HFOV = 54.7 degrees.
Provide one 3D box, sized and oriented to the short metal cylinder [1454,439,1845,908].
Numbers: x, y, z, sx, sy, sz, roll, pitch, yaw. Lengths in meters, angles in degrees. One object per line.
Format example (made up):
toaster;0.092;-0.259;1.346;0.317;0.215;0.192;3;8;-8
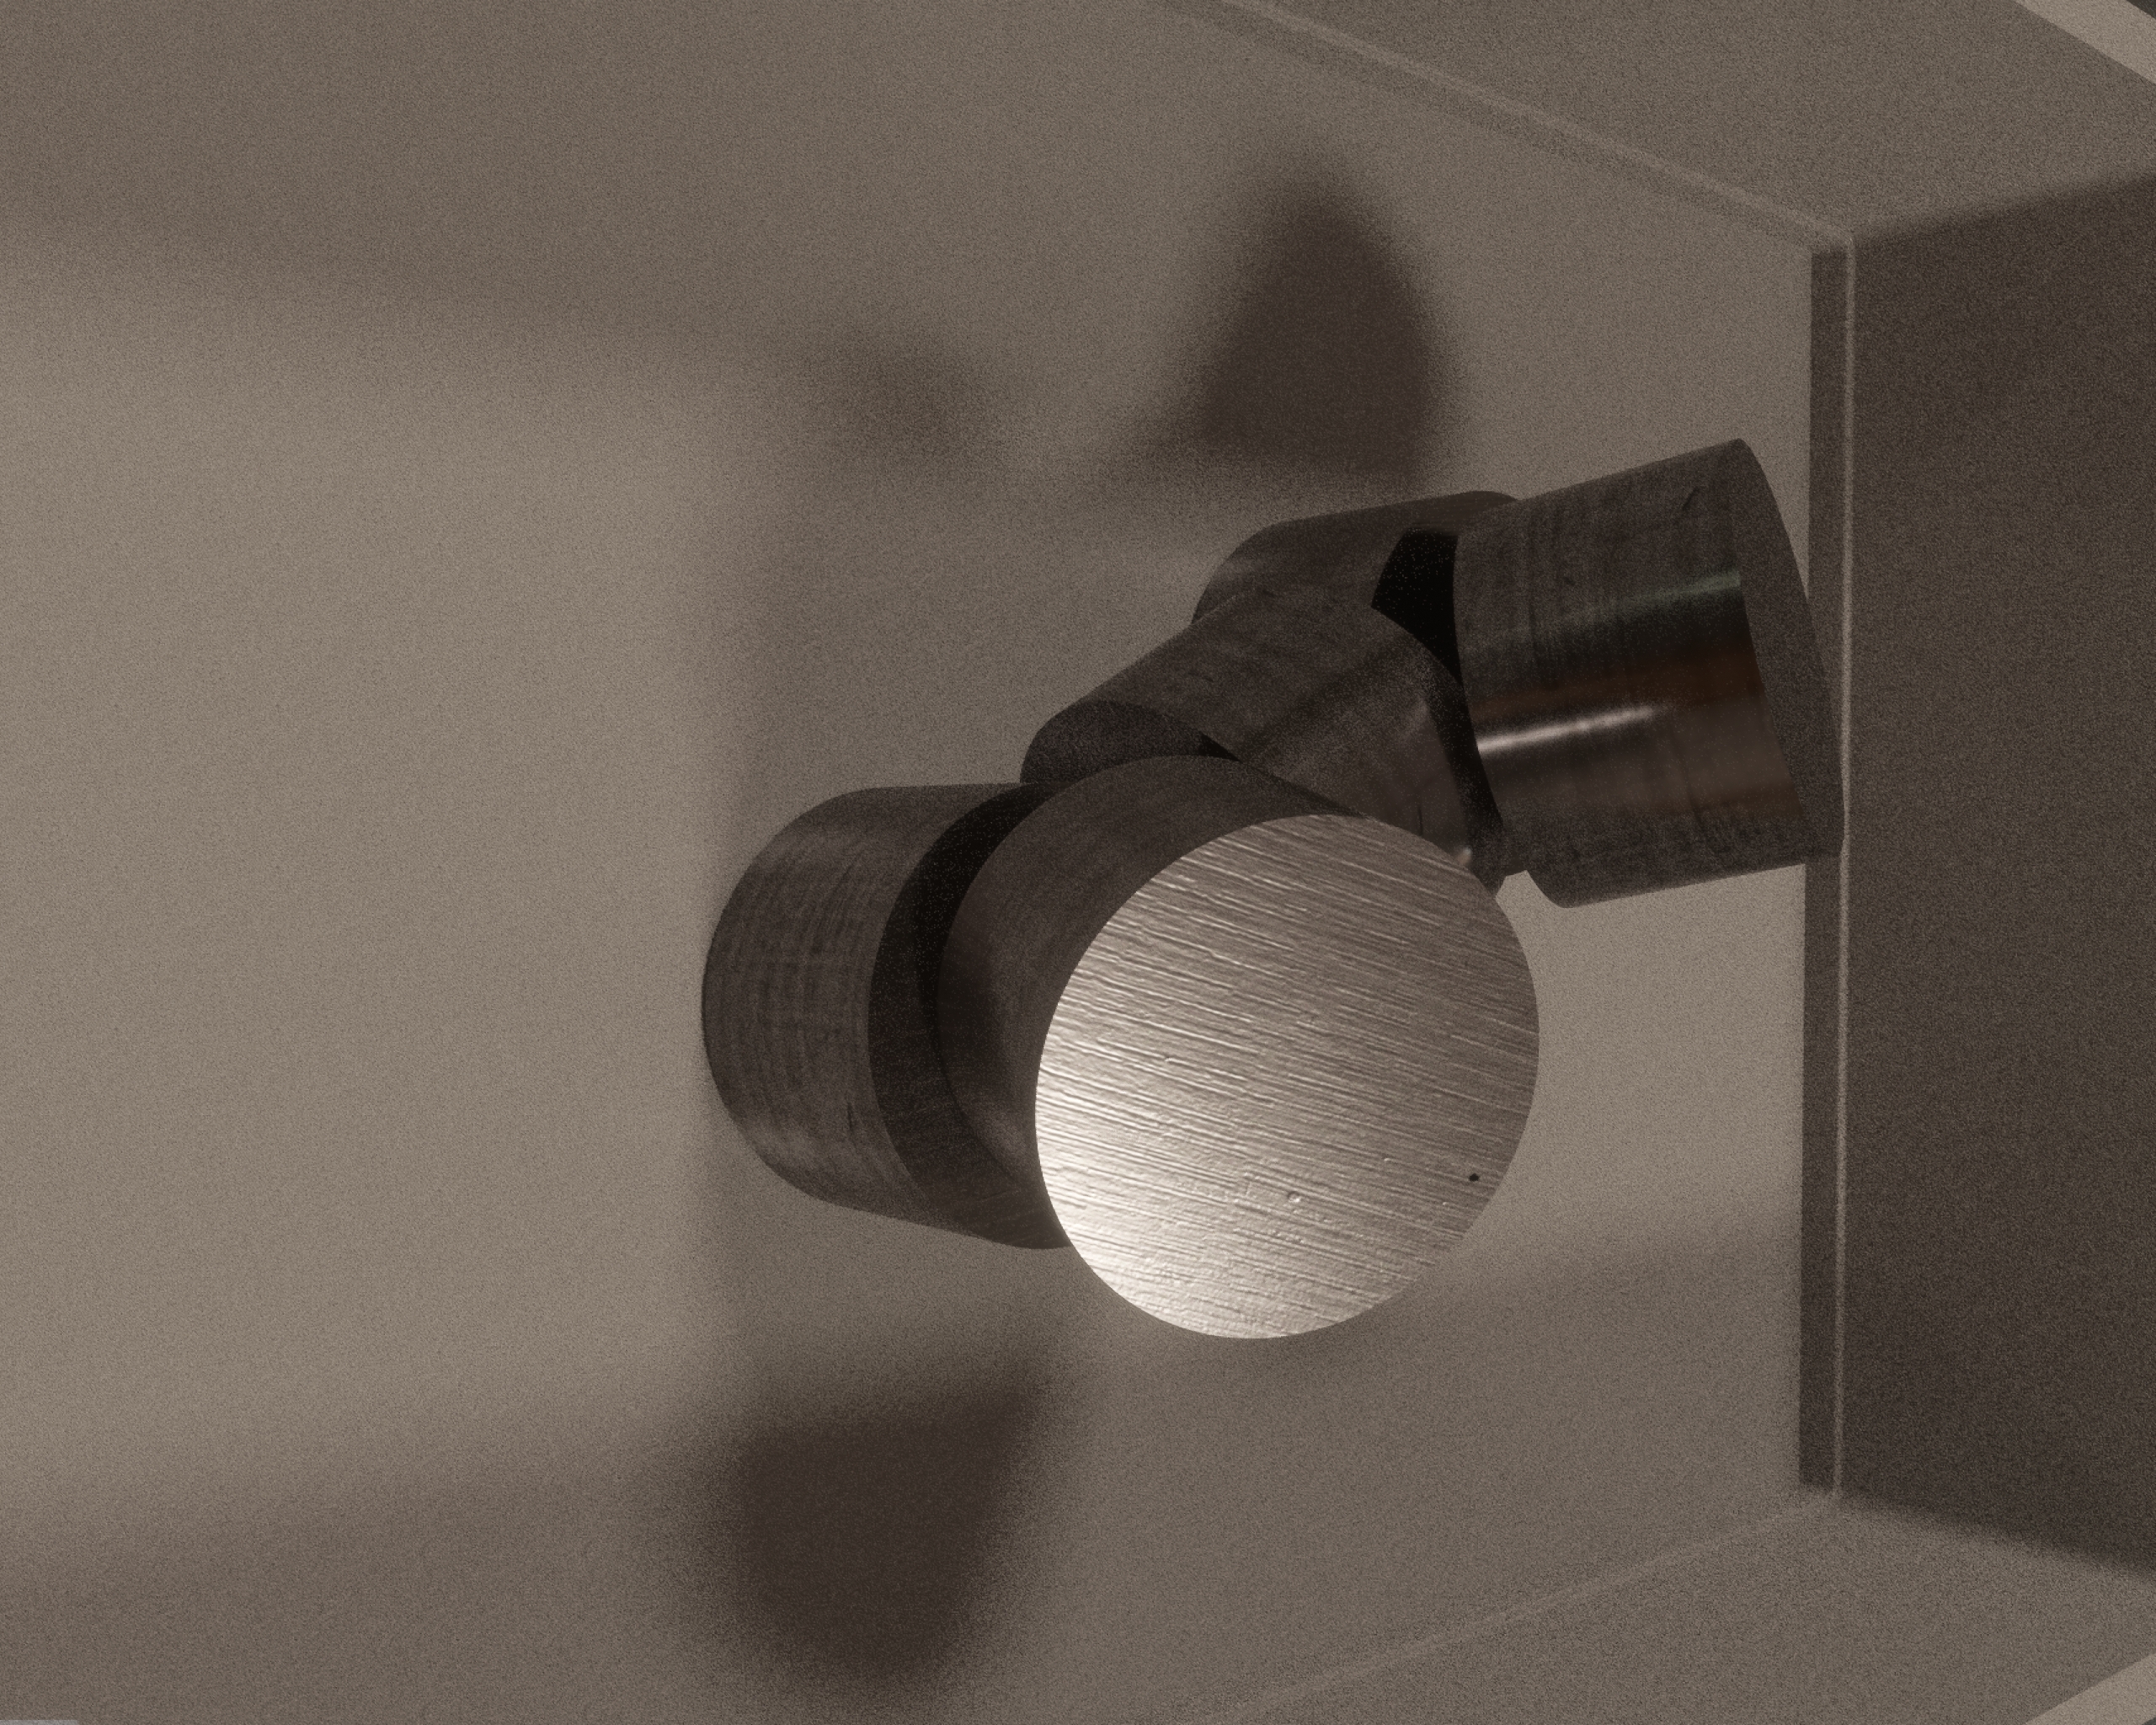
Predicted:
short metal cylinder;0.110;-0.035;0.398;0.080;0.050;0.080;35;49;-52

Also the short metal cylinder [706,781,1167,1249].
short metal cylinder;-0.019;0.026;0.374;0.081;0.050;0.079;0;90;-40

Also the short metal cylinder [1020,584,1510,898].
short metal cylinder;0.035;-0.007;0.400;0.050;0.080;0.080;-37;113;-34

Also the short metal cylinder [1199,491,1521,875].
short metal cylinder;0.070;-0.037;0.449;0.081;0.050;0.079;0;90;-40

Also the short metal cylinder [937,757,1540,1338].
short metal cylinder;0.024;0.027;0.326;0.081;0.050;0.079;-5;104;-19
